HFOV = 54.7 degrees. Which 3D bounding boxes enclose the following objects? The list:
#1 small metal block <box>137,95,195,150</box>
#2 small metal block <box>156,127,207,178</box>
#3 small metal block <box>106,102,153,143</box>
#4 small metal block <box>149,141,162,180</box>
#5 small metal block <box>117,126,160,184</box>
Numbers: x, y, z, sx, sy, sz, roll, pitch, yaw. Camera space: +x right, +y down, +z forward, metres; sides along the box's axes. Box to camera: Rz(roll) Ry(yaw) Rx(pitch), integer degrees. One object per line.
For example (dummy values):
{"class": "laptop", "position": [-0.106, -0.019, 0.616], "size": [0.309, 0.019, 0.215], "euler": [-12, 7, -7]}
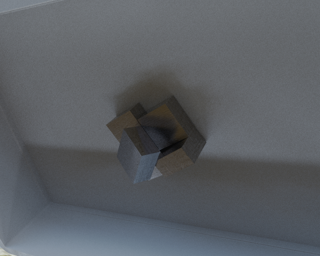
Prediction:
{"class": "small metal block", "position": [0.008, -0.006, 0.398], "size": [0.050, 0.025, 0.050], "euler": [-28, 104, 37]}
{"class": "small metal block", "position": [0.026, 0.031, 0.395], "size": [0.050, 0.050, 0.025], "euler": [-32, 101, 37]}
{"class": "small metal block", "position": [-0.037, 0.001, 0.425], "size": [0.050, 0.025, 0.050], "euler": [-28, 104, 37]}
{"class": "small metal block", "position": [-0.008, 0.040, 0.434], "size": [0.050, 0.025, 0.050], "euler": [-28, 104, 37]}
{"class": "small metal block", "position": [-0.029, 0.033, 0.393], "size": [0.050, 0.025, 0.050], "euler": [52, 138, 37]}
